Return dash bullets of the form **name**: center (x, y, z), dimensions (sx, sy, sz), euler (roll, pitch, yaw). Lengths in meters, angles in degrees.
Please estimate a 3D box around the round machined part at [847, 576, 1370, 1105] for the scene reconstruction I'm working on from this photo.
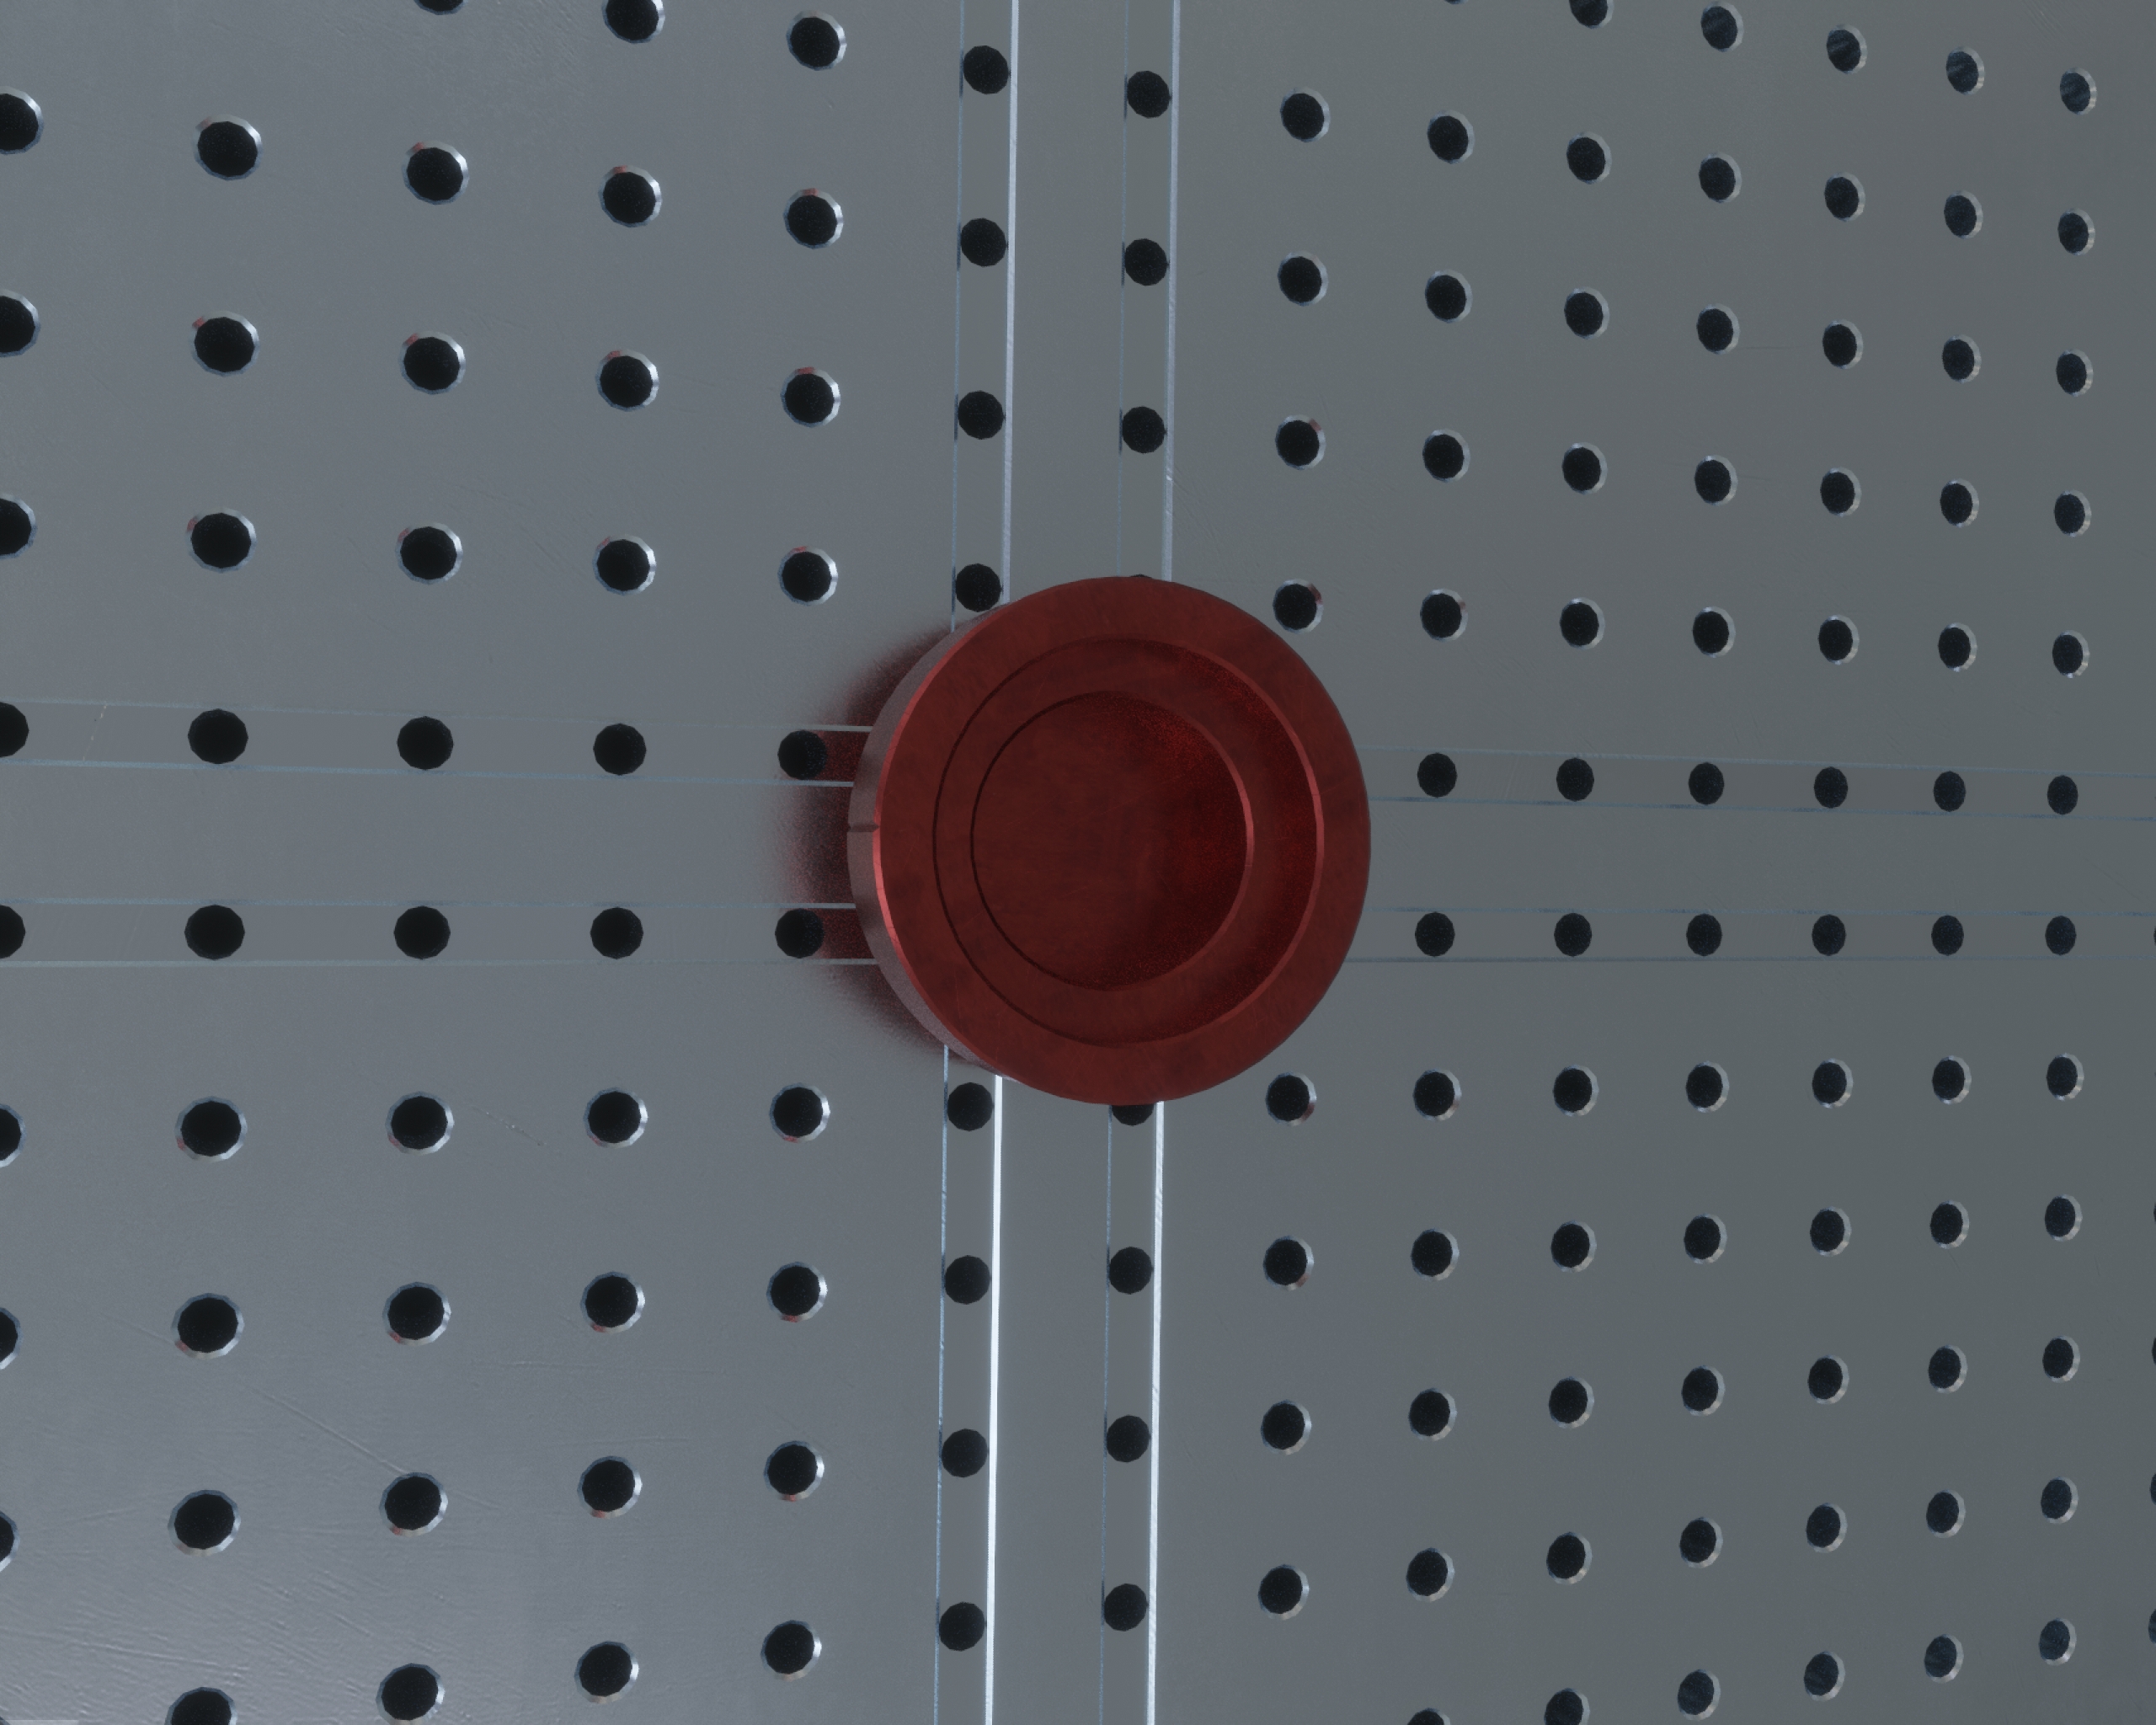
- **round machined part**: center (0.003, -0.004, 0.404), dimensions (0.099, 0.042, 0.097), euler (0, 90, -20)
